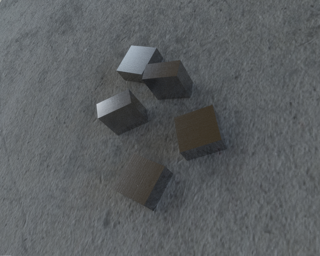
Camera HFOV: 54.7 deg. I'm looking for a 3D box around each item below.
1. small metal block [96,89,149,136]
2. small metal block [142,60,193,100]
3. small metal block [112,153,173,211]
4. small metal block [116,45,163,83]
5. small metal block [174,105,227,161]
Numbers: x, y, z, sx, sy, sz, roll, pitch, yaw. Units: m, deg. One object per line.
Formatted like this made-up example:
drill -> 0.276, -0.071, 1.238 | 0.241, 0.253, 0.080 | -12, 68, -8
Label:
small metal block -> -0.051, -0.020, 0.425 | 0.050, 0.050, 0.025 | -24, 53, 13
small metal block -> 0.012, -0.064, 0.420 | 0.050, 0.050, 0.025 | -1, 61, 27
small metal block -> -0.020, 0.064, 0.374 | 0.050, 0.025, 0.050 | 18, 71, 34
small metal block -> -0.031, -0.098, 0.479 | 0.050, 0.025, 0.050 | 15, 69, 33
small metal block -> 0.048, 0.006, 0.374 | 0.050, 0.025, 0.050 | -19, 54, 16
